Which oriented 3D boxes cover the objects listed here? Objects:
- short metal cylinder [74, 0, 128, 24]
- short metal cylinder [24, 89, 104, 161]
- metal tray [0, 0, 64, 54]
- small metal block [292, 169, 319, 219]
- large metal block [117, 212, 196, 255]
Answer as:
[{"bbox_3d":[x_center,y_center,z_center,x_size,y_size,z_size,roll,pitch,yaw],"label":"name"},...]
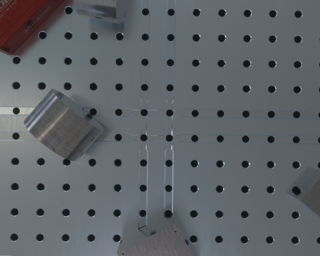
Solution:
[{"bbox_3d":[-0.069,-0.176,0.385,0.050,0.080,0.080,12,90,0],"label":"short metal cylinder"},{"bbox_3d":[-0.117,-0.004,0.385,0.080,0.080,0.050,40,90,0],"label":"short metal cylinder"},{"bbox_3d":[-0.194,-0.175,0.408,0.090,0.030,0.130,44,90,0],"label":"metal tray"},{"bbox_3d":[0.218,0.092,0.415,0.050,0.025,0.050,41,90,0],"label":"small metal block"},{"bbox_3d":[0.001,0.169,0.401,0.080,0.050,0.080,-26,90,0],"label":"large metal block"}]
